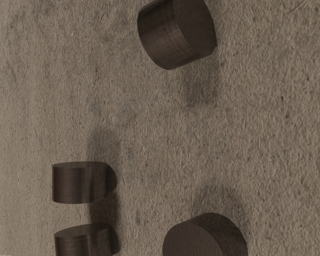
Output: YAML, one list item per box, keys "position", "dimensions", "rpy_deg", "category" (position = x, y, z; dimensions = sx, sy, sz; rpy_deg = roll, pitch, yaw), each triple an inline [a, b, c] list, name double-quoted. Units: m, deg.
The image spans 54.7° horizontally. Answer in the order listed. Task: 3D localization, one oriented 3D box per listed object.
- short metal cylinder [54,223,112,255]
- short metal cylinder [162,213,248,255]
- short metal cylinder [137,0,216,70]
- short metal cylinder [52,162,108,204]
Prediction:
- position: [-0.113, 0.176, 0.459]
  dimensions: [0.080, 0.081, 0.050]
  rpy_deg: [-12, 83, 39]
  category: "short metal cylinder"
- position: [0.050, 0.140, 0.346]
  dimensions: [0.080, 0.050, 0.079]
  rpy_deg: [0, 90, 39]
  category: "short metal cylinder"
- position: [0.021, -0.112, 0.351]
  dimensions: [0.050, 0.081, 0.080]
  rpy_deg: [-14, 81, 39]
  category: "short metal cylinder"
- position: [-0.119, 0.079, 0.465]
  dimensions: [0.080, 0.081, 0.050]
  rpy_deg: [0, 90, 39]
  category: "short metal cylinder"
